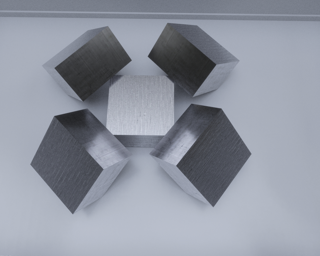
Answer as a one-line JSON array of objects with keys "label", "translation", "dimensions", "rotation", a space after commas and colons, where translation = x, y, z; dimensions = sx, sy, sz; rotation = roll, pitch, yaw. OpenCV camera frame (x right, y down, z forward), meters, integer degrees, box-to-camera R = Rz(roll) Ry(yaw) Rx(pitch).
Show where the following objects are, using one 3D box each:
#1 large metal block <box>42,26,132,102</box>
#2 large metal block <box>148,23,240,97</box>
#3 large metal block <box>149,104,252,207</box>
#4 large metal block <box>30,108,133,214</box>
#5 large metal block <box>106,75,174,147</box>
[{"label": "large metal block", "translation": [-0.096, -0.084, 0.400], "dimensions": [0.080, 0.080, 0.050], "rotation": [-44, 119, -15]}, {"label": "large metal block", "translation": [0.046, -0.091, 0.406], "dimensions": [0.080, 0.050, 0.081], "rotation": [45, 33, 15]}, {"label": "large metal block", "translation": [0.049, 0.030, 0.361], "dimensions": [0.080, 0.050, 0.080], "rotation": [-50, 122, -16]}, {"label": "large metal block", "translation": [-0.092, 0.037, 0.359], "dimensions": [0.080, 0.050, 0.080], "rotation": [44, 120, 14]}, {"label": "large metal block", "translation": [-0.023, -0.021, 0.401], "dimensions": [0.080, 0.050, 0.080], "rotation": [1, 70, 0]}]
